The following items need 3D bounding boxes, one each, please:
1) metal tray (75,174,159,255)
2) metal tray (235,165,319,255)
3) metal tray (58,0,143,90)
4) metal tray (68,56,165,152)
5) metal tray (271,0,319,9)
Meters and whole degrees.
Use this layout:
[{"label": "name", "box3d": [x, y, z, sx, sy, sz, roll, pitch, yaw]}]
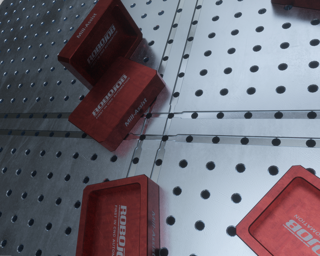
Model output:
[{"label": "metal tray", "box3d": [-0.048, 0.125, 0.352, 0.090, 0.030, 0.130, -14, 56, 20]}, {"label": "metal tray", "box3d": [0.143, 0.105, 0.265, 0.090, 0.030, 0.130, -45, 51, -4]}, {"label": "metal tray", "box3d": [-0.089, -0.130, 0.490, 0.030, 0.090, 0.130, 20, 72, 35]}, {"label": "metal tray", "box3d": [-0.065, -0.040, 0.462, 0.090, 0.030, 0.130, 29, 77, 37]}, {"label": "metal tray", "box3d": [0.222, -0.225, 0.425, 0.090, 0.030, 0.130, 29, 77, 37]}]
